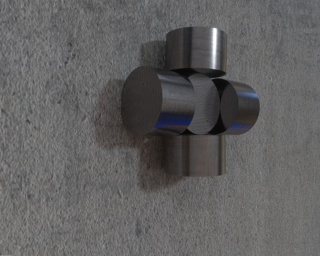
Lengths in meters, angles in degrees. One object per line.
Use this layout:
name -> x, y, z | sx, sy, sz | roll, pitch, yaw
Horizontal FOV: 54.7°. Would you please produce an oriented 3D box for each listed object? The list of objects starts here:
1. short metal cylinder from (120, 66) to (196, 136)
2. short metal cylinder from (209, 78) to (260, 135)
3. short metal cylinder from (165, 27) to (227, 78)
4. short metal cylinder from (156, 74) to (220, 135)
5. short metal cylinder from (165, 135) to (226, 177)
short metal cylinder -> -0.004, -0.030, 0.369 | 0.050, 0.080, 0.079 | 3, 89, -40
short metal cylinder -> 0.097, -0.030, 0.454 | 0.050, 0.080, 0.079 | 3, 89, -40
short metal cylinder -> 0.048, -0.097, 0.411 | 0.081, 0.080, 0.050 | 2, 89, -40
short metal cylinder -> 0.037, -0.031, 0.423 | 0.081, 0.050, 0.079 | 0, 90, -40
short metal cylinder -> 0.046, 0.034, 0.411 | 0.081, 0.080, 0.050 | 0, 89, -40
